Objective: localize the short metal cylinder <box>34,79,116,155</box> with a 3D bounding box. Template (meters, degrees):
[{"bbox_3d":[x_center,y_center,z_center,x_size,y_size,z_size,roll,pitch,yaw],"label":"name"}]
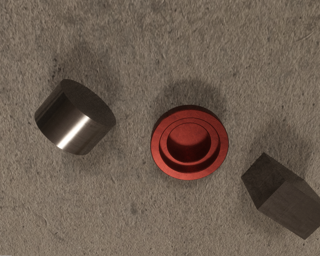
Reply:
[{"bbox_3d":[-0.101,-0.013,0.374,0.080,0.080,0.050,41,105,-14],"label":"short metal cylinder"}]

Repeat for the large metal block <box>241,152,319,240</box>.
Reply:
[{"bbox_3d":[0.166,0.088,0.415,0.080,0.080,0.050,33,107,-12],"label":"large metal block"}]

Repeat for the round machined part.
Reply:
[{"bbox_3d":[0.037,0.016,0.407,0.099,0.042,0.097,0,110,-1],"label":"round machined part"}]
